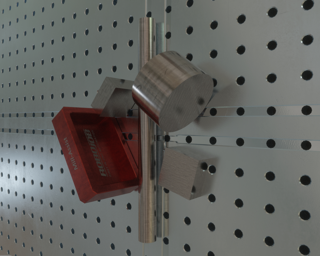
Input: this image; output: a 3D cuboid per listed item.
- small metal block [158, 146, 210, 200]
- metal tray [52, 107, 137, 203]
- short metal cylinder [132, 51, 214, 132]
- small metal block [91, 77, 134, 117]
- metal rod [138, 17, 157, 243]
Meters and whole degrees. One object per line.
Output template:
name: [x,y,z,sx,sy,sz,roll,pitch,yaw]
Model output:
small metal block: [0.029,0.054,0.385,0.050,0.025,0.050,19,102,38]
metal tray: [-0.087,0.033,0.435,0.030,0.091,0.130,-40,66,33]
short metal cylinder: [0.015,-0.042,0.359,0.050,0.081,0.080,45,117,30]
small metal block: [-0.062,-0.043,0.441,0.025,0.050,0.050,49,119,28]
metal rod: [-0.017,0.003,0.421,0.025,0.025,0.298,0,90,39]
